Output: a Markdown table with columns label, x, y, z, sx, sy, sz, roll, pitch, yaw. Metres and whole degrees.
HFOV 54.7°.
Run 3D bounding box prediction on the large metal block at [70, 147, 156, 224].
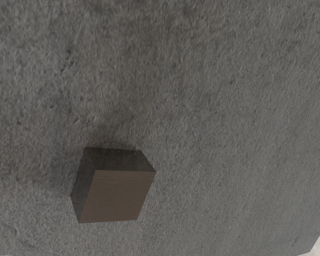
| label | x | y | z | sx | sy | sz | roll | pitch | yaw |
| --- | --- | --- | --- | --- | --- | --- | --- | --- | --- |
| large metal block | -0.063 | 0.074 | 0.404 | 0.081 | 0.050 | 0.079 | 7 | 115 | -32 |
